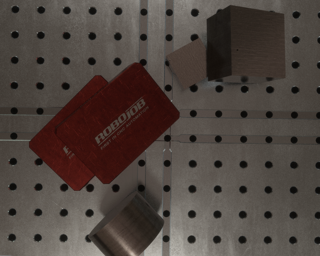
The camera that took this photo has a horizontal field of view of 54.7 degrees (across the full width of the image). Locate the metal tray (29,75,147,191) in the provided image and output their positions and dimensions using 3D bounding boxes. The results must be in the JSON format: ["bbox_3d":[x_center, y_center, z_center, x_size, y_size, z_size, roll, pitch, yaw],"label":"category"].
[{"bbox_3d":[-0.093,0.006,0.410,0.090,0.030,0.130,45,90,-1],"label":"metal tray"}]

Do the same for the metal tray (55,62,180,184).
[{"bbox_3d":[-0.050,-0.007,0.384,0.130,0.030,0.090,-43,107,-13],"label":"metal tray"}]

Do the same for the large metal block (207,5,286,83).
[{"bbox_3d":[0.107,-0.100,0.389,0.081,0.050,0.079,-1,90,-24],"label":"large metal block"}]

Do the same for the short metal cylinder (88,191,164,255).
[{"bbox_3d":[-0.041,0.125,0.385,0.080,0.080,0.050,-41,90,0],"label":"short metal cylinder"}]

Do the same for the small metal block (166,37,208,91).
[{"bbox_3d":[0.042,-0.084,0.414,0.050,0.025,0.050,-29,90,0],"label":"small metal block"}]
